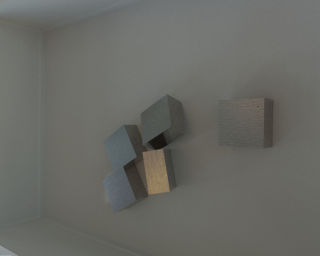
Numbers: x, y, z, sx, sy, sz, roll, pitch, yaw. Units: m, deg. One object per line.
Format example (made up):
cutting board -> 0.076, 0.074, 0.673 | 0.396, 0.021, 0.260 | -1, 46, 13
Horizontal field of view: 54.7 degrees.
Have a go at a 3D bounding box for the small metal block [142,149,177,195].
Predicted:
small metal block -> 0.001, 0.053, 0.384 | 0.025, 0.050, 0.050 | -10, 83, 11

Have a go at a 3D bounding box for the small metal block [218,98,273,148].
small metal block -> 0.091, -0.005, 0.331 | 0.050, 0.025, 0.050 | 1, 91, 39

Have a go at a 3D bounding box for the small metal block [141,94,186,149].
small metal block -> 0.003, -0.006, 0.391 | 0.050, 0.025, 0.050 | -34, 46, 34

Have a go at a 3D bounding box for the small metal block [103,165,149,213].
small metal block -> -0.050, 0.087, 0.446 | 0.050, 0.025, 0.050 | -37, 68, 33

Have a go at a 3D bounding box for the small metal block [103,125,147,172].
small metal block -> -0.049, 0.029, 0.445 | 0.050, 0.025, 0.050 | -37, 68, 33
